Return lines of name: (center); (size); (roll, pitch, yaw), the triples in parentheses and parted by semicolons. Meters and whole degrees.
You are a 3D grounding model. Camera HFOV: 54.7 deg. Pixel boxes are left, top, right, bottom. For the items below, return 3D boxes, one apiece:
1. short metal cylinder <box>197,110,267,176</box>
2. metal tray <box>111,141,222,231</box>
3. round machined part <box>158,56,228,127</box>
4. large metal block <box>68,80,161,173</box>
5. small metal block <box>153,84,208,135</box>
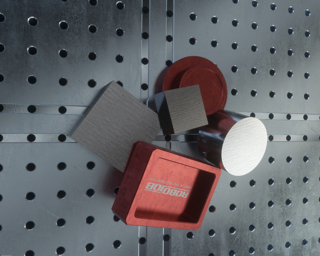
short metal cylinder: (0.099, 0.019, 0.424); (0.081, 0.050, 0.079); (-9, 109, -29)
metal tray: (0.014, 0.076, 0.385); (0.131, 0.030, 0.090); (21, 90, -41)
round machined part: (0.050, -0.050, 0.422); (0.099, 0.042, 0.097); (0, 90, -20)
large metal block: (-0.053, 0.001, 0.380); (0.080, 0.050, 0.080); (37, 78, -16)
small metal block: (0.025, -0.022, 0.373); (0.050, 0.025, 0.050); (-15, 92, -31)
